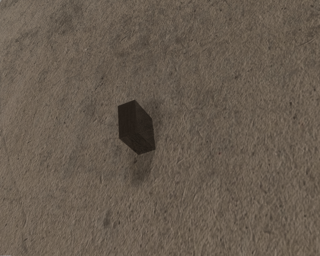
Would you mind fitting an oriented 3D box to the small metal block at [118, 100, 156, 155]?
[{"bbox_3d":[-0.030,0.000,0.402,0.025,0.050,0.050,-19,55,17],"label":"small metal block"}]
